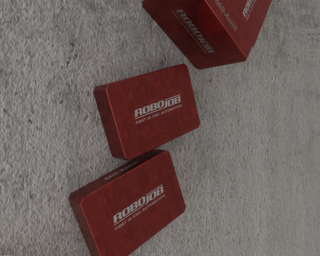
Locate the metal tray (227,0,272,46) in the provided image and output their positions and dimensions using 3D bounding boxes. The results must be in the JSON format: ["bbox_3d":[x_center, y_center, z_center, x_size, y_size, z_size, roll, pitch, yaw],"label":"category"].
[{"bbox_3d":[0.141,-0.210,0.519,0.090,0.030,0.130,38,67,-33],"label":"metal tray"}]

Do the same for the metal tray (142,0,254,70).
[{"bbox_3d":[0.051,-0.135,0.403,0.130,0.090,0.030,41,65,-32],"label":"metal tray"}]

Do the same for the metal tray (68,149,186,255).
[{"bbox_3d":[-0.032,0.091,0.374,0.131,0.030,0.089,-27,107,-37],"label":"metal tray"}]

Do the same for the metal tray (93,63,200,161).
[{"bbox_3d":[-0.010,-0.024,0.392,0.131,0.030,0.089,-23,105,-38],"label":"metal tray"}]
